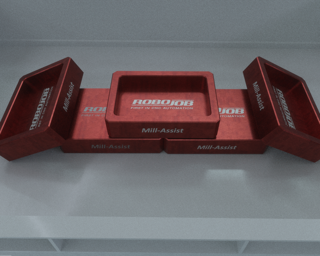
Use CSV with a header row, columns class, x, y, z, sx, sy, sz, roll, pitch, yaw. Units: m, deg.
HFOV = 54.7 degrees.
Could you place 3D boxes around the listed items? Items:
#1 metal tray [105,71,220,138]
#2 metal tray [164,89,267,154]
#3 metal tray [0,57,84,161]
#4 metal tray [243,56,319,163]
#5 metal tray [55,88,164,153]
class,x,y,z,sx,sy,sz,roll,pitch,yaw
metal tray,0.003,-0.031,0.387,0.131,0.030,0.090,0,49,0
metal tray,0.070,-0.011,0.410,0.131,0.030,0.090,0,50,0
metal tray,-0.154,-0.027,0.399,0.090,0.030,0.130,-16,47,19
metal tray,0.161,-0.027,0.398,0.091,0.030,0.130,19,46,-21
metal tray,-0.061,-0.011,0.410,0.131,0.030,0.090,0,50,0
